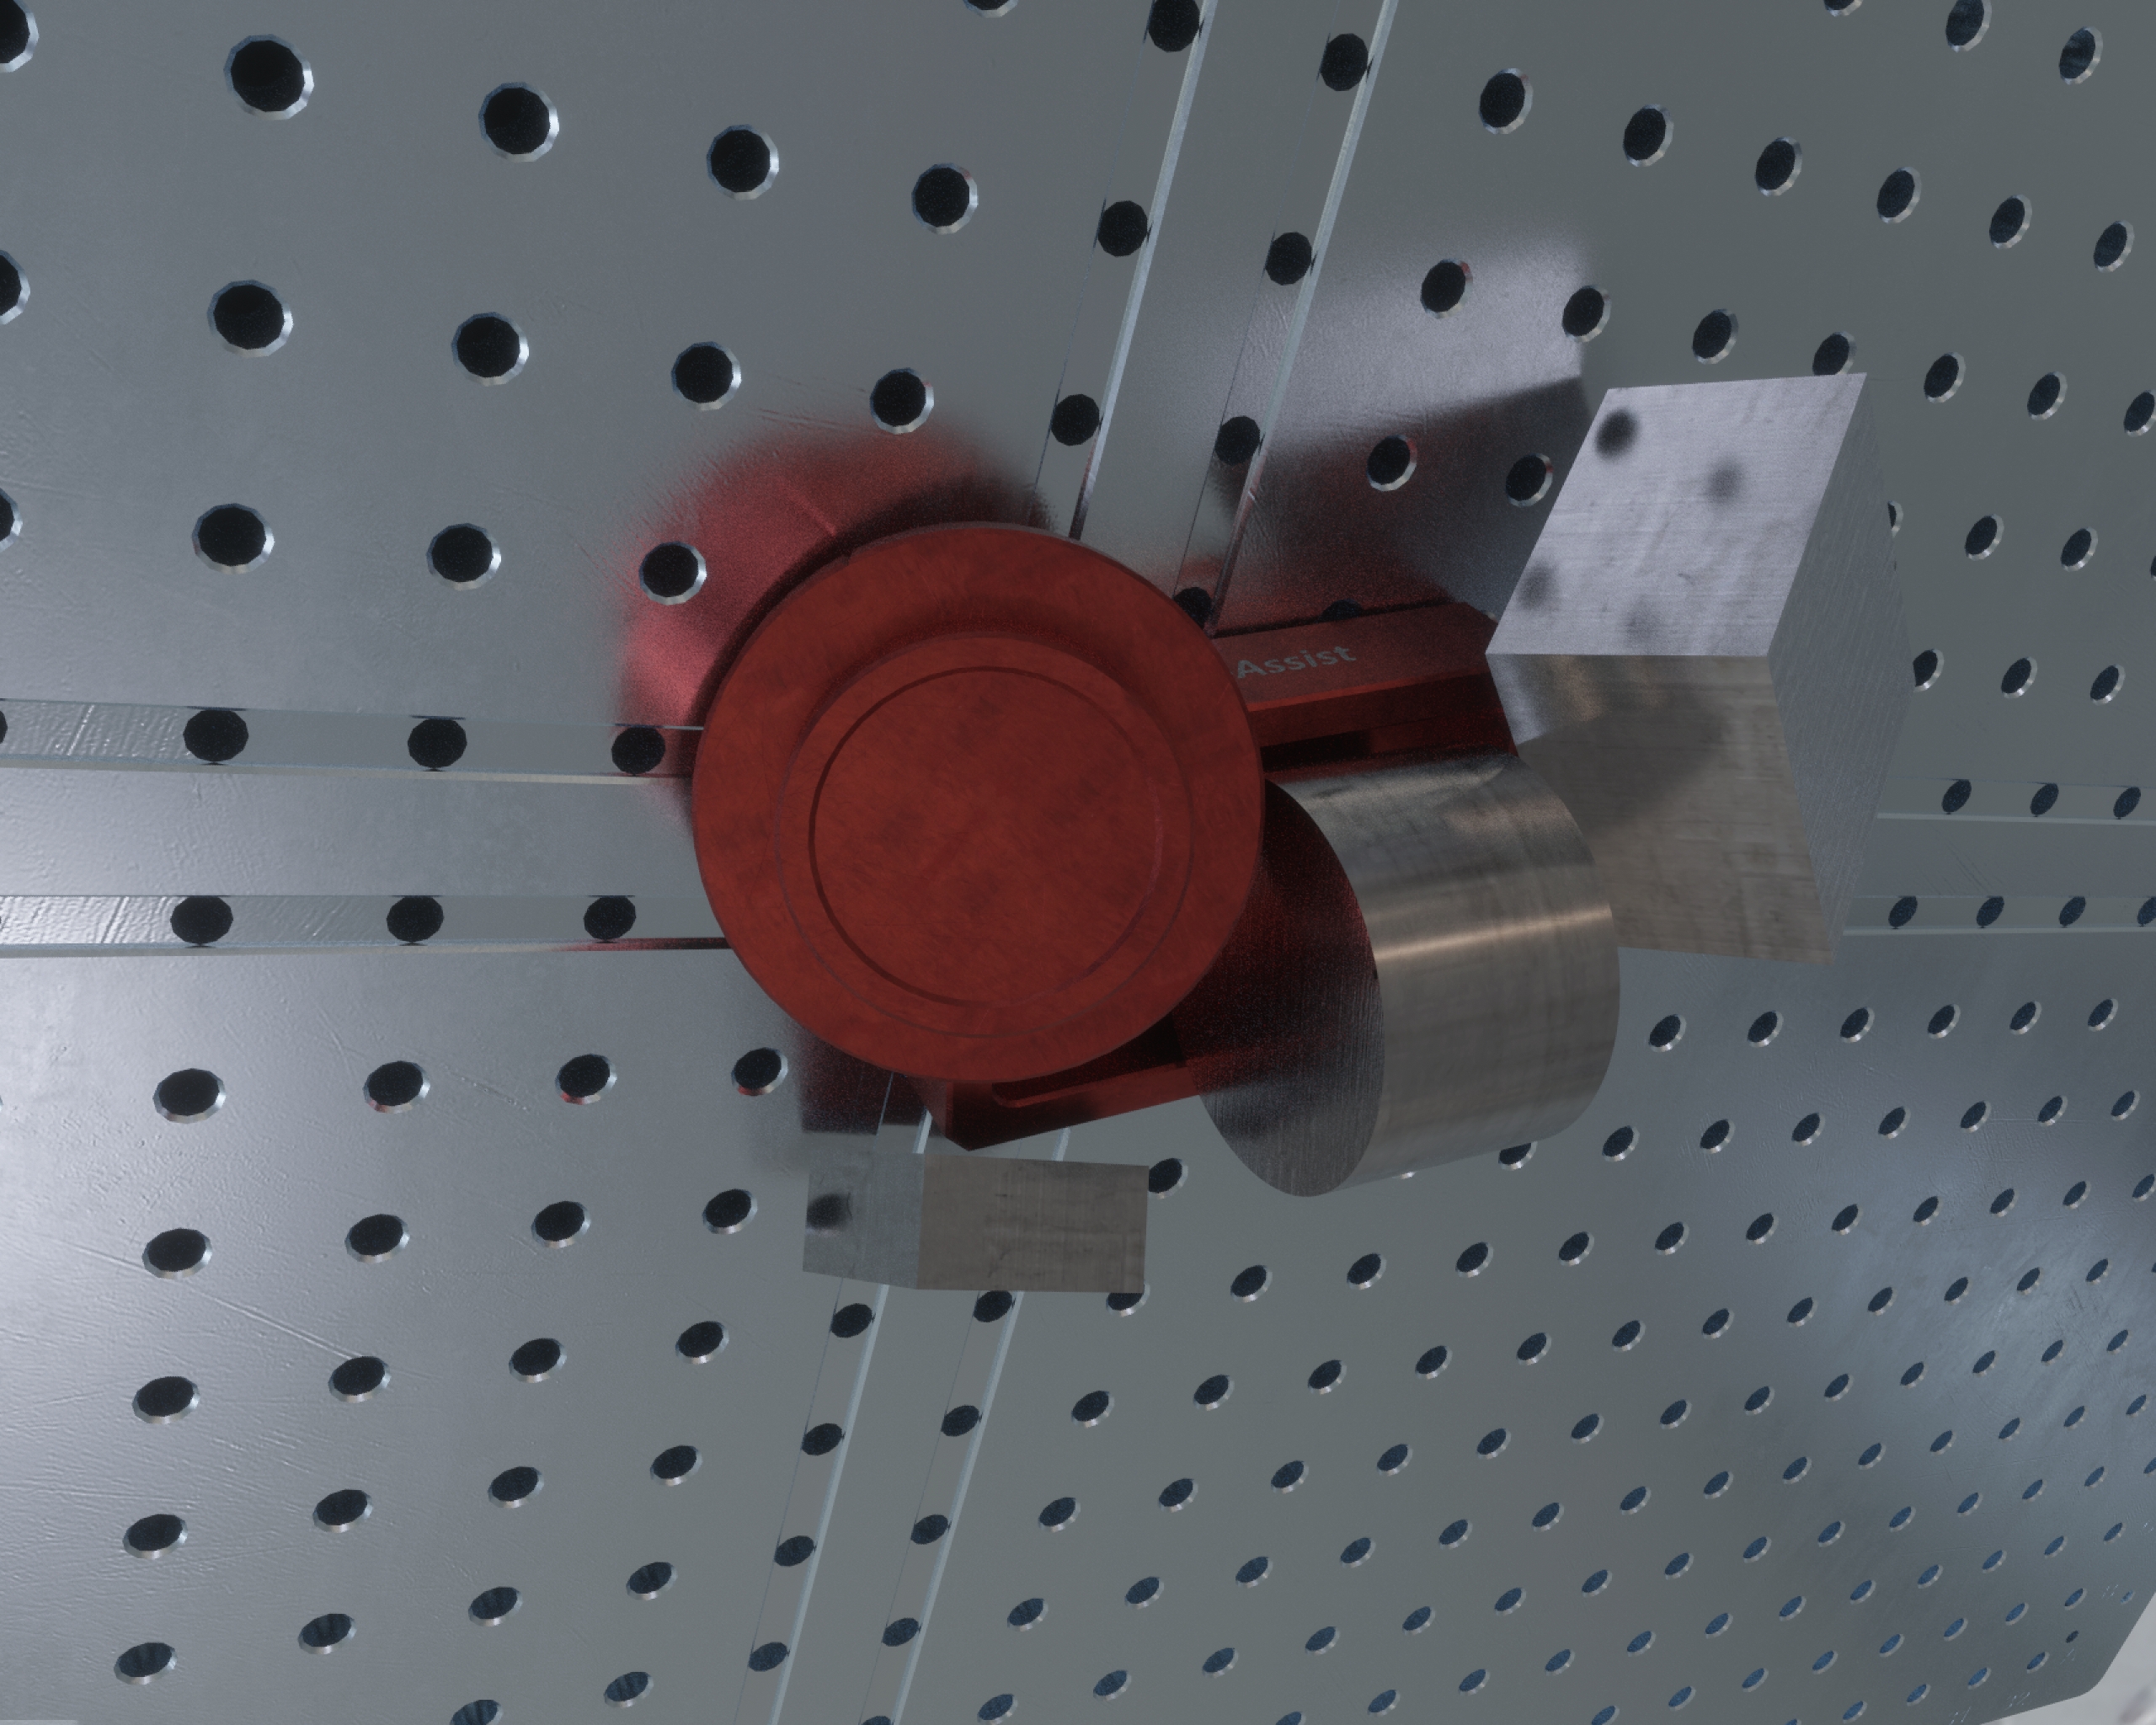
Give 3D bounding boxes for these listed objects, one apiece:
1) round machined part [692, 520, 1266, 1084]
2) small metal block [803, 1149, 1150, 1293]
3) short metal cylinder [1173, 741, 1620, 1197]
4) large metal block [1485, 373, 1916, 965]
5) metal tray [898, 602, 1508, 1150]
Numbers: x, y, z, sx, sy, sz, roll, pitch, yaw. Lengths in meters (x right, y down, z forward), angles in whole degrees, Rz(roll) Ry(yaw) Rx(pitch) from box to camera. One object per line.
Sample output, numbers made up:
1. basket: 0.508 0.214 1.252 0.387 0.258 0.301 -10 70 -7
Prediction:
1. round machined part: -0.016 -0.008 0.357 0.099 0.042 0.097 -1 103 -5
2. small metal block: -0.021 0.072 0.421 0.050 0.050 0.025 8 80 -31
3. short metal cylinder: 0.057 0.019 0.398 0.050 0.080 0.079 -9 123 -25
4. large metal block: 0.126 -0.038 0.410 0.080 0.050 0.080 -60 139 -33
5. metal tray: 0.030 0.001 0.422 0.131 0.030 0.089 -11 123 -23
